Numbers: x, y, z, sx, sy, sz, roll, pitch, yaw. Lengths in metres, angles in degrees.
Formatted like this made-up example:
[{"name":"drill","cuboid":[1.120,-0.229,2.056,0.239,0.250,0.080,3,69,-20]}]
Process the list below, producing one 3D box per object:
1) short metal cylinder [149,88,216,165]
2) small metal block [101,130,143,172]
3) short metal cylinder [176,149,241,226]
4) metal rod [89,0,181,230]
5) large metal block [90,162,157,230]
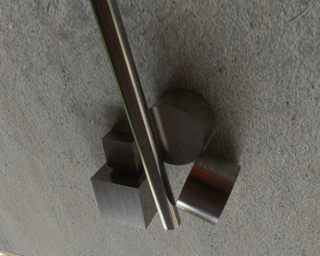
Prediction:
[{"name":"short metal cylinder","cuboid":[0.022,-0.002,0.377,0.080,0.050,0.079,13,124,20]},{"name":"small metal block","cuboid":[-0.053,0.034,0.454,0.050,0.025,0.050,7,122,24]},{"name":"short metal cylinder","cuboid":[0.060,0.072,0.384,0.050,0.080,0.079,24,127,13]},{"name":"metal rod","cuboid":[-0.022,-0.005,0.348,0.025,0.025,0.298,-2,118,29]},{"name":"large metal block","cuboid":[-0.052,0.101,0.479,0.080,0.050,0.079,7,122,24]}]
